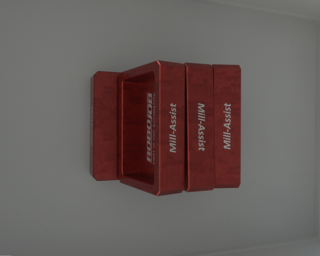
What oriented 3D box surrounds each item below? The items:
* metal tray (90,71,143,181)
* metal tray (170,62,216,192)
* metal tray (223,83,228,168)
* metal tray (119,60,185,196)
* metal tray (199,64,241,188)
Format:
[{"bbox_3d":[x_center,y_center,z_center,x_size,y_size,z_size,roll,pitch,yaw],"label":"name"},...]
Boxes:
[{"bbox_3d":[-0.040,-0.002,0.390,0.091,0.030,0.129,1,90,-20],"label":"metal tray"},{"bbox_3d":[0.026,0.000,0.350,0.030,0.090,0.129,0,88,-20],"label":"metal tray"},{"bbox_3d":[0.045,0.000,0.423,0.091,0.030,0.129,1,90,-20],"label":"metal tray"},{"bbox_3d":[-0.012,0.000,0.335,0.030,0.090,0.129,0,90,-33],"label":"metal tray"},{"bbox_3d":[0.065,-0.002,0.363,0.030,0.090,0.129,0,90,-6],"label":"metal tray"}]
